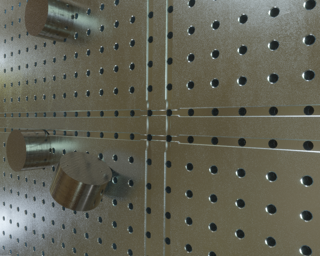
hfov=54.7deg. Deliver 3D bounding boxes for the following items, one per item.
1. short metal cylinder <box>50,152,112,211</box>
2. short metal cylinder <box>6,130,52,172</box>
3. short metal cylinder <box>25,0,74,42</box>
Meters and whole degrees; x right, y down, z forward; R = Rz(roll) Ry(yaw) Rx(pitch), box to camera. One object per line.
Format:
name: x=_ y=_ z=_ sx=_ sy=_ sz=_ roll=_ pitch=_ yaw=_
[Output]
short metal cylinder: x=-0.120 y=0.080 z=0.473 sx=0.080 sy=0.081 sz=0.050 roll=40 pitch=115 yaw=32
short metal cylinder: x=-0.257 y=0.043 z=0.605 sx=0.080 sy=0.050 sz=0.079 roll=0 pitch=90 yaw=40
short metal cylinder: x=-0.200 y=-0.201 z=0.558 sx=0.080 sy=0.050 sz=0.079 roll=0 pitch=90 yaw=40
